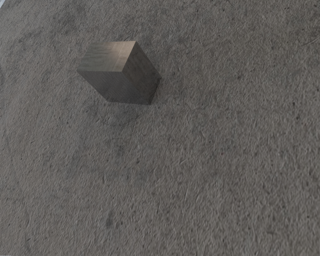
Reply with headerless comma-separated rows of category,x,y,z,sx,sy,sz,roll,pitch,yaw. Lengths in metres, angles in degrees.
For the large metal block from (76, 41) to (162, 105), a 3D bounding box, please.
large metal block,-0.057,-0.078,0.447,0.080,0.080,0.050,7,66,31
